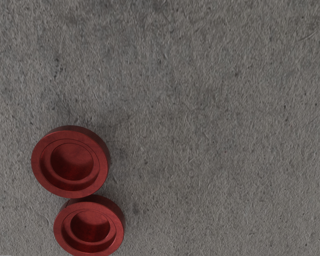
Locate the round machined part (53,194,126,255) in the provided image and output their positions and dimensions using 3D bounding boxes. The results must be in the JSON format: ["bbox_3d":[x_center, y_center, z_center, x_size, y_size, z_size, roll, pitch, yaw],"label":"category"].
[{"bbox_3d":[-0.099,0.137,0.450,0.099,0.042,0.097,0,110,0],"label":"round machined part"}]

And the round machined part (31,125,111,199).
[{"bbox_3d":[-0.115,0.042,0.415,0.099,0.042,0.097,0,110,0],"label":"round machined part"}]
